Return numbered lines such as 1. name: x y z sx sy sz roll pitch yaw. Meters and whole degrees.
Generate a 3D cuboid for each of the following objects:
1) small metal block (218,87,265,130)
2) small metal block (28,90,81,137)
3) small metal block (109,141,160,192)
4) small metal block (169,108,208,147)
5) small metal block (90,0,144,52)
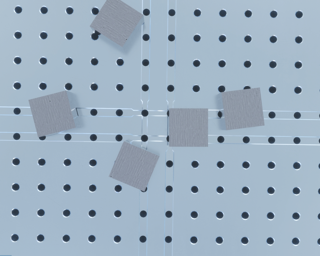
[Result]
1. small metal block: 0.108 -0.025 0.414 0.050 0.025 0.050 -7 90 0
2. small metal block: -0.139 -0.018 0.413 0.050 0.025 0.050 -14 90 0
3. small metal block: -0.033 0.050 0.413 0.050 0.025 0.050 23 90 0
4. small metal block: 0.037 -0.001 0.414 0.050 0.025 0.050 0 90 0
5. small metal block: -0.056 -0.139 0.413 0.050 0.025 0.050 33 90 0
